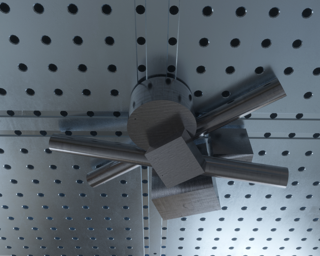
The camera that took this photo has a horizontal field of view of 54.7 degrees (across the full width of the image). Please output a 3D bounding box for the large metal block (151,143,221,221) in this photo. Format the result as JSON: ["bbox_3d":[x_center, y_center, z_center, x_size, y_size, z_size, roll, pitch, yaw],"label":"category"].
[{"bbox_3d":[0.035,0.074,0.433,0.080,0.080,0.050,-14,129,11],"label":"large metal block"}]

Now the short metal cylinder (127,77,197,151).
[{"bbox_3d":[0.002,-0.015,0.377,0.081,0.050,0.079,0,129,0],"label":"short metal cylinder"}]

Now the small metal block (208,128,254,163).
[{"bbox_3d":[0.092,0.026,0.414,0.050,0.050,0.025,1,130,0],"label":"small metal block"}]

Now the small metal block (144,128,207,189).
[{"bbox_3d":[0.019,0.036,0.361,0.050,0.025,0.050,-28,102,22],"label":"small metal block"}]

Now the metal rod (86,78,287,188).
[{"bbox_3d":[0.021,0.015,0.421,0.300,0.025,0.025,-27,125,21],"label":"metal rod"}]

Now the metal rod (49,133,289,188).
[{"bbox_3d":[0.003,0.039,0.394,0.301,0.025,0.025,8,131,10],"label":"metal rod"}]
